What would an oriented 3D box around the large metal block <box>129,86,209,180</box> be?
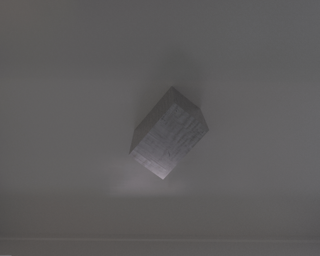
[{"bbox_3d":[0.009,0.003,0.383,0.050,0.080,0.080,37,106,-13],"label":"large metal block"}]
